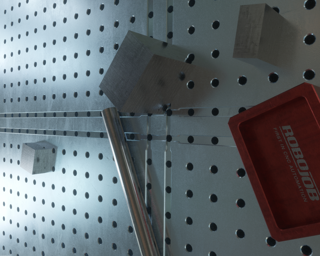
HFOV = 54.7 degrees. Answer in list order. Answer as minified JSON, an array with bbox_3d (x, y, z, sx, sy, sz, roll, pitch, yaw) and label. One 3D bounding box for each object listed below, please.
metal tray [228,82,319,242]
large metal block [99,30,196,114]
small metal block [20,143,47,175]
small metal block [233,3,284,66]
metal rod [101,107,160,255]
[{"bbox_3d":[0.131,0.033,0.298,0.090,0.030,0.129,-29,72,36],"label":"metal tray"},{"bbox_3d":[-0.015,-0.065,0.386,0.050,0.081,0.080,49,119,29],"label":"large metal block"},{"bbox_3d":[-0.253,0.060,0.619,0.050,0.025,0.050,17,101,38],"label":"small metal block"},{"bbox_3d":[0.100,-0.091,0.311,0.025,0.050,0.050,12,98,39],"label":"small metal block"},{"bbox_3d":[-0.033,0.111,0.436,0.025,0.025,0.299,-29,72,36],"label":"metal rod"}]
